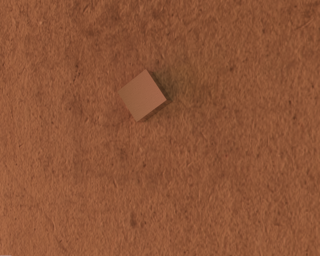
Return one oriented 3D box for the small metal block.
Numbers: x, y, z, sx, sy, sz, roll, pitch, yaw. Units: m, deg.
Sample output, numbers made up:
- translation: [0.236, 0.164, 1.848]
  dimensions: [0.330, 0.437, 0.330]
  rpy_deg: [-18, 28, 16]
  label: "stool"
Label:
- translation: [-0.020, -0.042, 0.415]
  dimensions: [0.050, 0.025, 0.050]
  rpy_deg: [-36, 79, 16]
  label: "small metal block"
